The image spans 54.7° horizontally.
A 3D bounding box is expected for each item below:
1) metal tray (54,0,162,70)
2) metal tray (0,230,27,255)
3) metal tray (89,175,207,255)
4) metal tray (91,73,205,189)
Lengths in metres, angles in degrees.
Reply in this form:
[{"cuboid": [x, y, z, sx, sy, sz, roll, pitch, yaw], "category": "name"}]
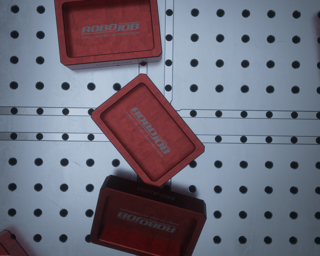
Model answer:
[{"cuboid": [-0.066, -0.130, 0.409, 0.131, 0.030, 0.089, -6, 90, -1], "category": "metal tray"}, {"cuboid": [-0.206, 0.215, 0.408, 0.090, 0.030, 0.130, -38, 91, -1], "category": "metal tray"}, {"cuboid": [-0.016, 0.119, 0.394, 0.131, 0.030, 0.089, 16, 113, -1], "category": "metal tray"}, {"cuboid": [-0.015, 0.005, 0.410, 0.090, 0.030, 0.130, -39, 91, -1], "category": "metal tray"}]
